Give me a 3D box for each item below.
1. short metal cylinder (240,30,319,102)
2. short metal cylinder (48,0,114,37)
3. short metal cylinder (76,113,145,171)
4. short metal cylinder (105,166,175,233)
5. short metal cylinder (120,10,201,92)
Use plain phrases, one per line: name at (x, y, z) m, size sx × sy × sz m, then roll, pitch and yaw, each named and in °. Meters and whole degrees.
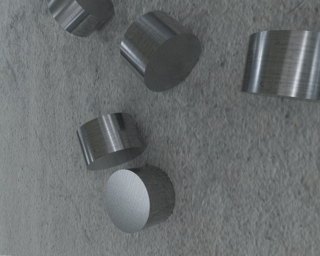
short metal cylinder at (0.116, -0.052, 0.273) m, size 0.080 × 0.081 × 0.050 m, roll 13°, pitch 98°, yaw 39°
short metal cylinder at (-0.117, -0.185, 0.463) m, size 0.050 × 0.081 × 0.080 m, roll -27°, pitch 74°, yaw 37°
short metal cylinder at (-0.068, 0.020, 0.423) m, size 0.080 × 0.081 × 0.050 m, roll -33°, pitch 70°, yaw 35°
short metal cylinder at (-0.027, 0.092, 0.409) m, size 0.080 × 0.050 × 0.079 m, roll 0°, pitch 90°, yaw 39°
short metal cylinder at (0.001, -0.089, 0.367) m, size 0.050 × 0.081 × 0.080 m, roll 49°, pitch 119°, yaw 28°
